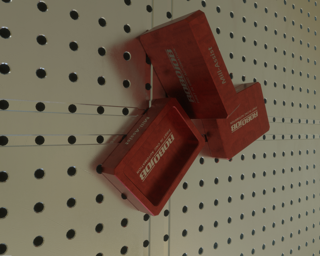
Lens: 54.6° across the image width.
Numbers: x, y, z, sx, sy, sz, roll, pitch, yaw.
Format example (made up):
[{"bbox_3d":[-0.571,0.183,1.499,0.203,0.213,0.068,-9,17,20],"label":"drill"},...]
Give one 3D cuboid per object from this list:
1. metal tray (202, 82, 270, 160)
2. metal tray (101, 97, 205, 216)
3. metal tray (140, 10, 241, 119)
[{"bbox_3d":[0.127,-0.015,0.511,0.131,0.030,0.090,-27,107,-36],"label":"metal tray"},{"bbox_3d":[-0.003,0.034,0.402,0.130,0.030,0.090,-52,121,-27],"label":"metal tray"},{"bbox_3d":[0.038,-0.073,0.397,0.030,0.090,0.130,-42,116,-32],"label":"metal tray"}]
